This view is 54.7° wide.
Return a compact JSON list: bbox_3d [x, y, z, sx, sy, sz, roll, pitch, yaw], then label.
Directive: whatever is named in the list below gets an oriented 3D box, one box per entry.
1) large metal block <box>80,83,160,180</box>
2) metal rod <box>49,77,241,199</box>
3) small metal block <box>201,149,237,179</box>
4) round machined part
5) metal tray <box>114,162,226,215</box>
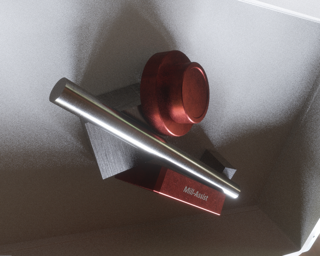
[{"bbox_3d":[-0.046,0.002,0.368,0.081,0.050,0.079,-21,127,-17],"label":"large metal block"},{"bbox_3d":[0.009,0.030,0.365,0.301,0.025,0.025,33,100,-39],"label":"metal rod"},{"bbox_3d":[0.083,0.069,0.481,0.025,0.050,0.050,16,110,-35],"label":"small metal block"},{"bbox_3d":[0.023,-0.039,0.352,0.099,0.042,0.097,-2,93,-57],"label":"round machined part"},{"bbox_3d":[0.016,0.079,0.419,0.131,0.090,0.030,29,75,-39],"label":"metal tray"}]
